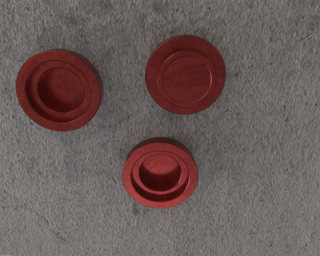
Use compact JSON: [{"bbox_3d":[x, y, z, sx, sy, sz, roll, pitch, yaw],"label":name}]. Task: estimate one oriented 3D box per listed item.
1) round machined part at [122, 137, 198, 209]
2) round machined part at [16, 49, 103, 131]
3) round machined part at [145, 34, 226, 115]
[{"bbox_3d":[0.000,0.057,0.421,0.099,0.042,0.097,0,110,0],"label":"round machined part"},{"bbox_3d":[-0.119,-0.048,0.382,0.099,0.042,0.097,0,110,0],"label":"round machined part"},{"bbox_3d":[0.031,-0.062,0.378,0.099,0.042,0.097,0,110,0],"label":"round machined part"}]
